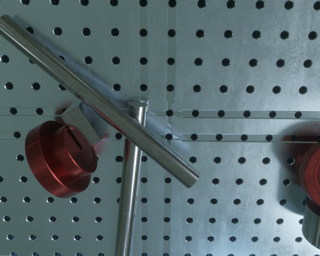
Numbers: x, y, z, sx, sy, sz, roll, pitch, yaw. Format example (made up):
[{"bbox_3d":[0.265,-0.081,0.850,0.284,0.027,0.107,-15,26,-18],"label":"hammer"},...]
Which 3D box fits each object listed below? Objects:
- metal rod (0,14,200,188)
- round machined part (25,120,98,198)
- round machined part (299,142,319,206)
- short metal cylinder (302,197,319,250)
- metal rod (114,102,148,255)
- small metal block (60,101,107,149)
[{"bbox_3d":[-0.072,-0.029,0.381,0.300,0.025,0.025,40,105,-6],"label":"metal rod"},{"bbox_3d":[-0.115,0.033,0.385,0.042,0.098,0.098,-27,108,12],"label":"round machined part"},{"bbox_3d":[0.238,0.062,0.419,0.099,0.042,0.097,0,92,3],"label":"round machined part"},{"bbox_3d":[0.246,0.131,0.434,0.080,0.080,0.050,-2,111,1],"label":"short metal cylinder"},{"bbox_3d":[-0.047,0.108,0.452,0.025,0.025,0.298,7,110,-3],"label":"metal rod"},{"bbox_3d":[-0.095,-0.008,0.396,0.025,0.050,0.050,-28,108,9],"label":"small metal block"}]
